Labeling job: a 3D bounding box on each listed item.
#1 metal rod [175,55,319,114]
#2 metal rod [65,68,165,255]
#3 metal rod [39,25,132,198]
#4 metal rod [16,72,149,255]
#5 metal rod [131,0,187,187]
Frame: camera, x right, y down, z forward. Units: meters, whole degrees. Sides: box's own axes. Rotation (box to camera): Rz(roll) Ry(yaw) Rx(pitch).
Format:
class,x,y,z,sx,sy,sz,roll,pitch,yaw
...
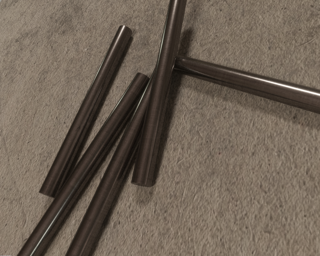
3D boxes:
class,x,y,z,sx,sy,sz,roll,pitch,yaw
metal rod,0.138,-0.042,0.357,0.300,0.025,0.025,24,75,36
metal rod,-0.046,0.033,0.406,0.025,0.025,0.300,11,67,32
metal rod,-0.107,-0.038,0.481,0.025,0.025,0.300,6,65,31
metal rod,-0.098,0.050,0.422,0.025,0.025,0.300,21,72,35
metal rod,0.004,-0.071,0.419,0.025,0.025,0.299,1,69,28
